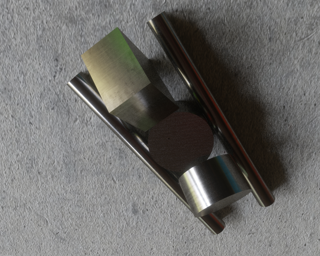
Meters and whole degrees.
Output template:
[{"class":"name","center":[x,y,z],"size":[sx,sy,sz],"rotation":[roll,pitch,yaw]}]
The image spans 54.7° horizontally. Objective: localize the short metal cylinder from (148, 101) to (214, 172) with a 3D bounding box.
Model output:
[{"class":"short metal cylinder","center":[0.025,0.010,0.401],"size":[0.081,0.050,0.079],"rotation":[0,110,0]}]

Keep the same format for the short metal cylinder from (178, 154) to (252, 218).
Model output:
[{"class":"short metal cylinder","center":[0.071,0.076,0.404],"size":[0.080,0.080,0.050],"rotation":[-30,65,10]}]

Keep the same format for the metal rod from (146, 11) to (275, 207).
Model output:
[{"class":"metal rod","center":[0.075,-0.012,0.407],"size":[0.025,0.025,0.299],"rotation":[-31,108,10]}]

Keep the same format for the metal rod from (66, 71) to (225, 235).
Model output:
[{"class":"metal rod","center":[-0.010,0.044,0.426],"size":[0.025,0.025,0.300],"rotation":[-39,106,13]}]

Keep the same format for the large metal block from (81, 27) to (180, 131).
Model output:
[{"class":"large metal block","center":[-0.031,-0.050,0.346],"size":[0.050,0.080,0.080],"rotation":[-35,65,12]}]
